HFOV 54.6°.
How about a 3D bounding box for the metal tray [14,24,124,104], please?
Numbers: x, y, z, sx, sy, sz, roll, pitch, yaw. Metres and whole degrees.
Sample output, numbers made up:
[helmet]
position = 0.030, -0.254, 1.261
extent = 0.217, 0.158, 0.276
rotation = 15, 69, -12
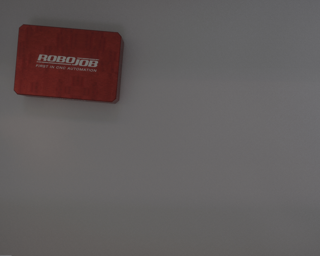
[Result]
[metal tray]
position = -0.117, -0.082, 0.408
extent = 0.131, 0.030, 0.090
rotation = 5, 90, 0
